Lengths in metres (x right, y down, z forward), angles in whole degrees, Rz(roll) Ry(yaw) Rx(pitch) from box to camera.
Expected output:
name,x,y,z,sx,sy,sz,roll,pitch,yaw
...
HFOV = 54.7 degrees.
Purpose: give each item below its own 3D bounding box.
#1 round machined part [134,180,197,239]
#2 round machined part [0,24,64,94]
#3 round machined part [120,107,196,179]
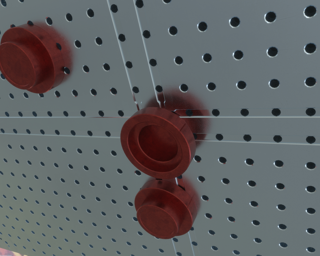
name,x,y,z,sx,sy,sz,roll,pitch,yaw
round machined part,0.003,0.132,0.479,0.098,0.042,0.097,13,124,20
round machined part,-0.189,-0.093,0.440,0.098,0.042,0.097,13,124,20
round machined part,0.001,0.016,0.408,0.098,0.042,0.097,13,124,20
